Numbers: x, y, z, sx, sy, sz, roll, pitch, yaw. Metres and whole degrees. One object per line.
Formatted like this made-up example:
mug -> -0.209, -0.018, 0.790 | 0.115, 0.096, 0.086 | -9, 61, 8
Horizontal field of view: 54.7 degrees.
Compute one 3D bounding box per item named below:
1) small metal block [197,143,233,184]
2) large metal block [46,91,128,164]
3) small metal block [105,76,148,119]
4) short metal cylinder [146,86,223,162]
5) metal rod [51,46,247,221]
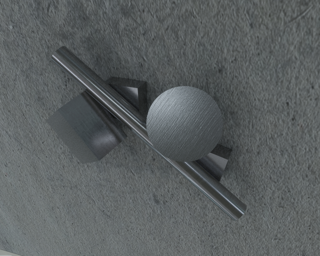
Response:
small metal block -> 0.061, 0.043, 0.403 | 0.050, 0.025, 0.050 | 22, 127, 14
large metal block -> -0.102, 0.001, 0.423 | 0.080, 0.050, 0.080 | 53, 151, -11
small metal block -> -0.044, -0.038, 0.407 | 0.050, 0.025, 0.050 | 12, 123, 21
short metal cylinder -> 0.025, -0.004, 0.349 | 0.081, 0.050, 0.079 | 0, 89, -2
metal rod -> -0.013, 0.007, 0.386 | 0.300, 0.025, 0.025 | 41, 129, -1
